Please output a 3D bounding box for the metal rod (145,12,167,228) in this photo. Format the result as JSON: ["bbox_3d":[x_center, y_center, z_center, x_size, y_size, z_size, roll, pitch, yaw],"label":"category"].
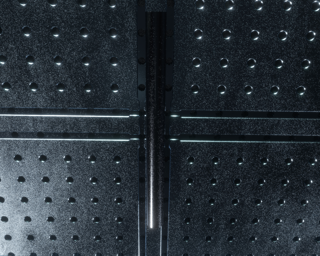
[{"bbox_3d":[-0.006,0.003,0.414,0.025,0.025,0.298,0,110,-1],"label":"metal rod"}]
